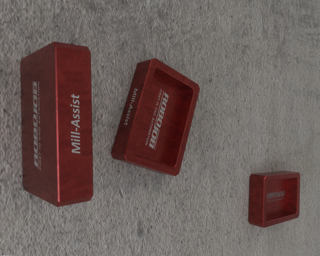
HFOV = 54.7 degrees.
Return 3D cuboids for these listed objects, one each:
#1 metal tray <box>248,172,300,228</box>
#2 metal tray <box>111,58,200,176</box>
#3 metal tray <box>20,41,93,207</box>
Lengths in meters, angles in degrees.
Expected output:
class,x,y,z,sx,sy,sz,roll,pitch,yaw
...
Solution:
class,x,y,z,sx,sy,sz,roll,pitch,yaw
metal tray,0.218,0.130,0.583,0.131,0.030,0.089,3,88,-40
metal tray,-0.002,-0.012,0.399,0.090,0.030,0.130,24,75,-37
metal tray,-0.096,-0.003,0.281,0.030,0.090,0.129,-2,91,-40
